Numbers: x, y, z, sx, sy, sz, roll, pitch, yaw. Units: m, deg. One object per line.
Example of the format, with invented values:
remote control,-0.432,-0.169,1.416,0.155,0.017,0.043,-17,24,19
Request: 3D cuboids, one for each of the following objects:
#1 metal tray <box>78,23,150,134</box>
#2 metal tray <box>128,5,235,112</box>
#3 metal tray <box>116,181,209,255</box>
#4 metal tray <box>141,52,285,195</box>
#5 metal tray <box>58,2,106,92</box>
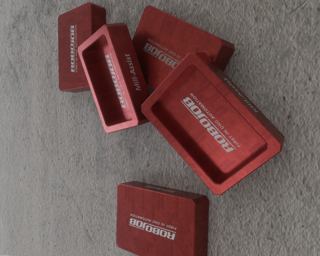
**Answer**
metal tray,-0.061,-0.063,0.418,0.090,0.030,0.129,-13,96,52
metal tray,0.017,-0.088,0.388,0.130,0.030,0.089,38,113,33
metal tray,-0.001,0.124,0.403,0.130,0.030,0.089,3,92,40
metal tray,0.053,-0.005,0.330,0.130,0.030,0.090,49,118,8
metal tray,-0.129,-0.127,0.508,0.090,0.030,0.129,-2,89,40
